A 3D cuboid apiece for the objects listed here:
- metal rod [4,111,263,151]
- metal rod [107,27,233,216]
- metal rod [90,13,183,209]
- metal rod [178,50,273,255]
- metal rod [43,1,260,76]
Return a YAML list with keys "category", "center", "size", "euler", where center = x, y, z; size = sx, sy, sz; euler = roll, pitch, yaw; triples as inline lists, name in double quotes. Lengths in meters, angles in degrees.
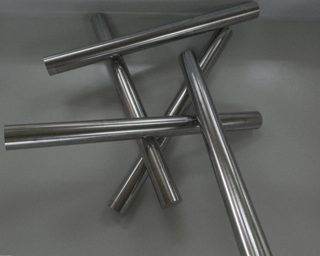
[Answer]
- category: "metal rod"
  center: [-0.010, -0.001, 0.357]
  size: [0.303, 0.025, 0.025]
  euler: [-4, 69, -23]
- category: "metal rod"
  center: [0.022, -0.022, 0.417]
  size: [0.025, 0.025, 0.300]
  euler: [28, 72, 10]
- category: "metal rod"
  center: [-0.040, -0.040, 0.405]
  size: [0.025, 0.025, 0.299]
  euler: [-20, 65, -7]
- category: "metal rod"
  center: [0.061, 0.015, 0.331]
  size: [0.025, 0.025, 0.300]
  euler: [-9, 50, -3]
- category: "metal rod"
  center: [-0.003, -0.125, 0.422]
  size: [0.302, 0.025, 0.025]
  euler: [-18, 71, -11]
